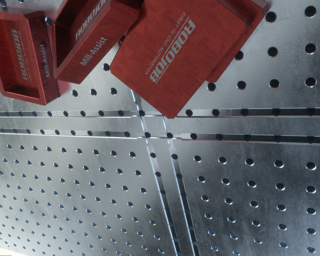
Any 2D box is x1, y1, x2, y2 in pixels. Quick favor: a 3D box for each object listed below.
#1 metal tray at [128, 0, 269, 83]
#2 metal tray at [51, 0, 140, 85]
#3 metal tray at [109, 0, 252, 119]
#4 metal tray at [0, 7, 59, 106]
[{"bbox_3d":[0.029,-0.119,0.317,0.130,0.030,0.089,36,129,3],"label":"metal tray"},{"bbox_3d":[-0.077,-0.118,0.334,0.129,0.030,0.090,-34,58,42],"label":"metal tray"},{"bbox_3d":[0.014,-0.081,0.310,0.090,0.030,0.129,39,129,1],"label":"metal tray"},{"bbox_3d":[-0.201,-0.103,0.447,0.090,0.030,0.129,13,124,20],"label":"metal tray"}]
